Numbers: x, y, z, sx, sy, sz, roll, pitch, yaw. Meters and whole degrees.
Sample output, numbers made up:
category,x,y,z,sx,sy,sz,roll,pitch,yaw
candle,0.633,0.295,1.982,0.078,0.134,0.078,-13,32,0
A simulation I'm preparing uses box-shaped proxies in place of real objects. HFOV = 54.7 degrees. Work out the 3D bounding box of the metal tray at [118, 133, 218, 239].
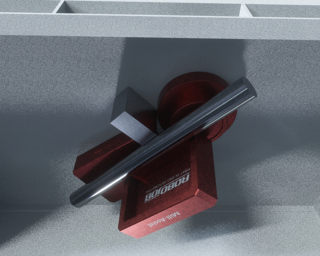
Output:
category,x,y,z,sx,sy,sz,roll,pitch,yaw
metal tray,0.006,0.069,0.374,0.030,0.090,0.130,34,128,-29

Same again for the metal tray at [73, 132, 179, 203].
category,x,y,z,sx,sy,sz,roll,pitch,yaw
metal tray,-0.047,0.053,0.449,0.130,0.030,0.090,-28,125,21

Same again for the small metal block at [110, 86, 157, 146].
category,x,y,z,sx,sy,sz,roll,pitch,yaw
small metal block,-0.030,-0.015,0.378,0.025,0.050,0.050,-37,121,27

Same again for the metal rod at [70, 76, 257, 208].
category,x,y,z,sx,sy,sz,roll,pitch,yaw
metal rod,-0.017,0.033,0.383,0.299,0.025,0.025,-35,123,30

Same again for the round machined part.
category,x,y,z,sx,sy,sz,roll,pitch,yaw
round machined part,0.046,-0.017,0.382,0.099,0.042,0.097,-1,130,0
